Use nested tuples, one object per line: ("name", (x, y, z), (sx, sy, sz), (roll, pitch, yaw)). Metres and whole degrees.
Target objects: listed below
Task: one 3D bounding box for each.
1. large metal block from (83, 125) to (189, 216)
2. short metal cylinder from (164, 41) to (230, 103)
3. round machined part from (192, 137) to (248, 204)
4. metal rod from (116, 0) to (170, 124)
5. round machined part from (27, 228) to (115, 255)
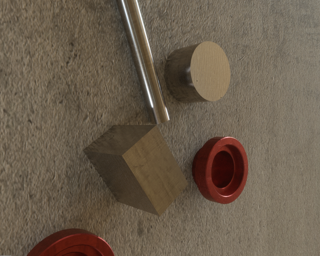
("large metal block", (-0.028, 0.044, 0.346), (0.050, 0.080, 0.080), (-43, 116, -32))
("short metal cylinder", (0.053, -0.076, 0.433), (0.081, 0.050, 0.079), (0, 90, -40))
("round machined part", (0.086, 0.061, 0.466), (0.099, 0.042, 0.097), (0, 90, -40))
("metal rod", (-0.038, -0.149, 0.371), (0.025, 0.025, 0.298), (-26, 106, -37))
("round machined part", (-0.097, 0.151, 0.313), (0.099, 0.042, 0.097), (0, 90, -40))
